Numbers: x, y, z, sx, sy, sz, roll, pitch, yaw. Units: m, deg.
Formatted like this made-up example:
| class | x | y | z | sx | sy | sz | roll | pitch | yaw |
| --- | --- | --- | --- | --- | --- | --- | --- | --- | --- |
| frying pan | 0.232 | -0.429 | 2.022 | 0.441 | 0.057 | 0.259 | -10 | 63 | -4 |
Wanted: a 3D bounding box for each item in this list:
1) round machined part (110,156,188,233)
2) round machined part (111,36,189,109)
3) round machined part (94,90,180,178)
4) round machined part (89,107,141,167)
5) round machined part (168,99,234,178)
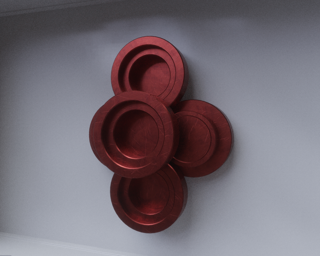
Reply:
| class | x | y | z | sx | sy | sz | roll | pitch | yaw |
| --- | --- | --- | --- | --- | --- | --- | --- | --- | --- |
| round machined part | -0.011 | 0.082 | 0.402 | 0.098 | 0.042 | 0.097 | 0 | 90 | 19 |
| round machined part | -0.010 | -0.065 | 0.402 | 0.098 | 0.042 | 0.097 | 0 | 90 | 19 |
| round machined part | -0.024 | 0.007 | 0.362 | 0.098 | 0.042 | 0.097 | 0 | 90 | 19 |
| round machined part | -0.054 | 0.009 | 0.418 | 0.098 | 0.042 | 0.097 | 0 | 90 | 19 |
| round machined part | 0.039 | 0.013 | 0.384 | 0.098 | 0.042 | 0.097 | 0 | 90 | 19 |
